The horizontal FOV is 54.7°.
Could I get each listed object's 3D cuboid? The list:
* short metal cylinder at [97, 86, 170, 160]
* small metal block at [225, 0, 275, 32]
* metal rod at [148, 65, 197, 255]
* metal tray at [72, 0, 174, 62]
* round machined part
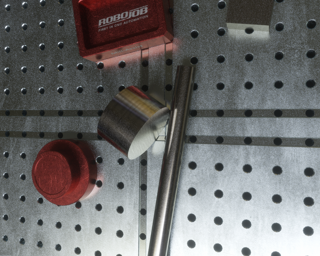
[{"bbox_3d":[-0.033,-0.007,0.394,0.050,0.080,0.080,36,101,16],"label":"short metal cylinder"},{"bbox_3d":[0.110,-0.147,0.374,0.050,0.025,0.050,11,94,19],"label":"small metal block"},{"bbox_3d":[0.012,0.069,0.407,0.025,0.025,0.298,10,93,19],"label":"metal rod"},{"bbox_3d":[-0.053,-0.151,0.427,0.130,0.030,0.089,-10,87,19],"label":"metal tray"},{"bbox_3d":[-0.146,0.065,0.453,0.098,0.042,0.097,0,90,19],"label":"round machined part"}]
